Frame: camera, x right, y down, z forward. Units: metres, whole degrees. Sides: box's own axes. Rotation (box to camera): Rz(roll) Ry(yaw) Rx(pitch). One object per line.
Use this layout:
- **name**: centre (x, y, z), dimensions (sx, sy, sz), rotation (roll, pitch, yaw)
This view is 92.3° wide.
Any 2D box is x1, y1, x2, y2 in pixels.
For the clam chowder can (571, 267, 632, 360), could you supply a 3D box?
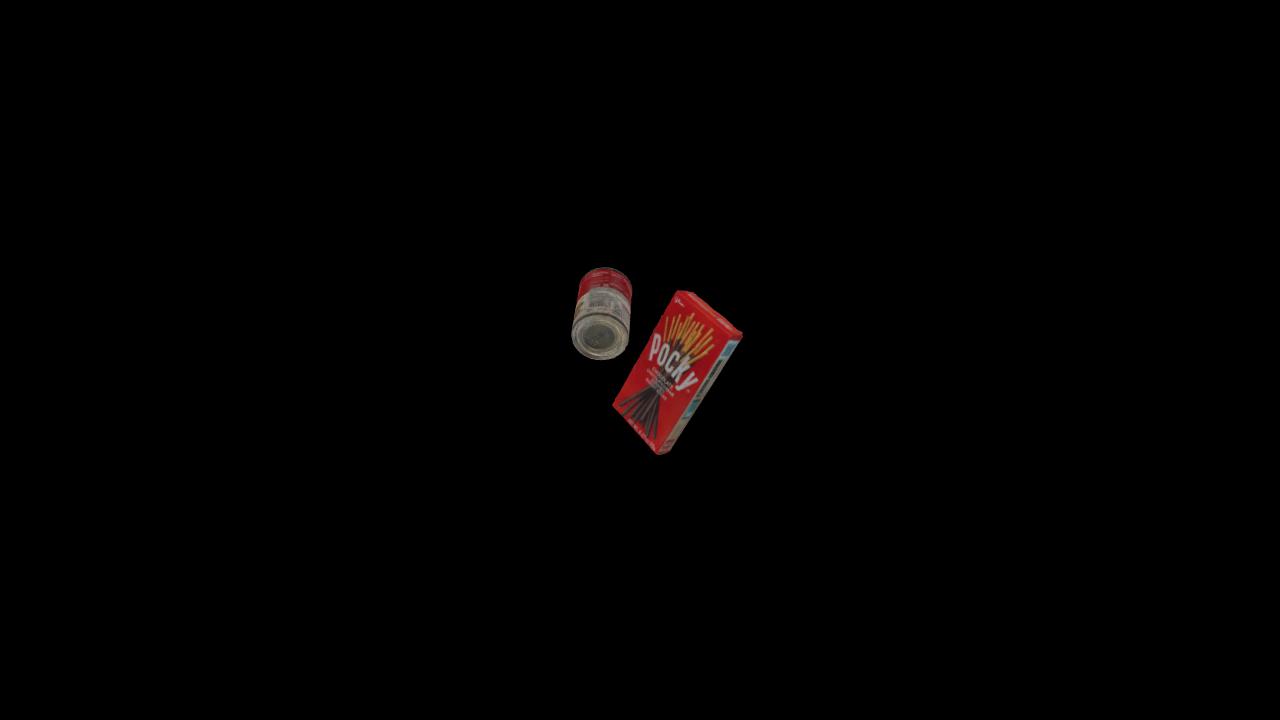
- **clam chowder can**: centre (-0.044, -0.056, 0.732), dimensions (0.068, 0.068, 0.102), rotation (0, 38, 1)

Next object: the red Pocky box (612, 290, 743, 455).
- **red Pocky box**: centre (0.034, 0.013, 0.635), dimensions (0.028, 0.155, 0.083), rotation (2, 35, -48)
